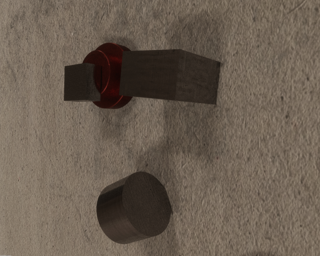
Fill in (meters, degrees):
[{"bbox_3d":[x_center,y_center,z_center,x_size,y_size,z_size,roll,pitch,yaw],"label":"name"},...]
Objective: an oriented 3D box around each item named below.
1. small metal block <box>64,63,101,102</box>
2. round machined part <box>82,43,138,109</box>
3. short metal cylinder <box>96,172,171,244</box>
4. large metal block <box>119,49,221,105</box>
[{"bbox_3d":[-0.110,-0.063,0.439,0.050,0.025,0.050,2,91,39],"label":"small metal block"},{"bbox_3d":[-0.081,-0.077,0.458,0.098,0.042,0.097,0,90,39],"label":"round machined part"},{"bbox_3d":[-0.032,0.101,0.394,0.050,0.081,0.080,-30,72,36],"label":"short metal cylinder"},{"bbox_3d":[0.012,-0.057,0.358,0.080,0.081,0.050,10,96,39],"label":"large metal block"}]
